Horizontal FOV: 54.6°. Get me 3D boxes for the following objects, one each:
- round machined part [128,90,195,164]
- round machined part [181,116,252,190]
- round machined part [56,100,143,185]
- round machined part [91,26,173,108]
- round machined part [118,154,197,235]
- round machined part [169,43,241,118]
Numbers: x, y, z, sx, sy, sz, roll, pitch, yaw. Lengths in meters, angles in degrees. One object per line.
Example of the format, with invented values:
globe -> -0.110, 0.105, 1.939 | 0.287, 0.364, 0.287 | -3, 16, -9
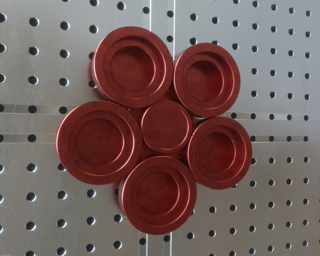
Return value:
round machined part -> 0.003, -0.001, 0.404 | 0.099, 0.042, 0.097 | 0, 90, -20
round machined part -> 0.074, 0.033, 0.430 | 0.099, 0.042, 0.097 | 0, 90, -20
round machined part -> -0.074, 0.017, 0.376 | 0.099, 0.042, 0.097 | 0, 90, -20
round machined part -> -0.036, -0.073, 0.390 | 0.099, 0.042, 0.097 | 0, 90, -20
round machined part -> -0.006, 0.083, 0.401 | 0.099, 0.042, 0.097 | 0, 90, -20
round machined part -> 0.056, -0.063, 0.424 | 0.099, 0.042, 0.097 | 0, 90, -20
